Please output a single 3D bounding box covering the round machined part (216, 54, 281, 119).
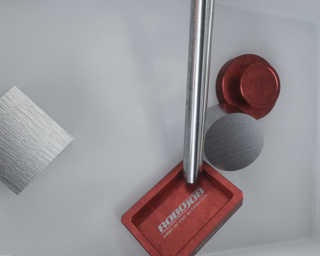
[{"bbox_3d":[0.135,-0.060,0.453,0.099,0.042,0.097,0,90,-21],"label":"round machined part"}]

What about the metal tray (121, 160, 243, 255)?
[{"bbox_3d":[0.029,0.104,0.390,0.130,0.030,0.090,-41,59,-16],"label":"metal tray"}]

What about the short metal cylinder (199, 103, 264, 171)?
[{"bbox_3d":[0.092,0.011,0.419,0.081,0.050,0.079,-3,108,-7],"label":"short metal cylinder"}]

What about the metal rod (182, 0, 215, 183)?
[{"bbox_3d":[0.044,-0.073,0.345,0.025,0.025,0.298,-8,114,-20],"label":"metal rod"}]

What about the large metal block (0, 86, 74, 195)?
[{"bbox_3d":[-0.156,0.013,0.340,0.080,0.050,0.080,45,76,-15],"label":"large metal block"}]
